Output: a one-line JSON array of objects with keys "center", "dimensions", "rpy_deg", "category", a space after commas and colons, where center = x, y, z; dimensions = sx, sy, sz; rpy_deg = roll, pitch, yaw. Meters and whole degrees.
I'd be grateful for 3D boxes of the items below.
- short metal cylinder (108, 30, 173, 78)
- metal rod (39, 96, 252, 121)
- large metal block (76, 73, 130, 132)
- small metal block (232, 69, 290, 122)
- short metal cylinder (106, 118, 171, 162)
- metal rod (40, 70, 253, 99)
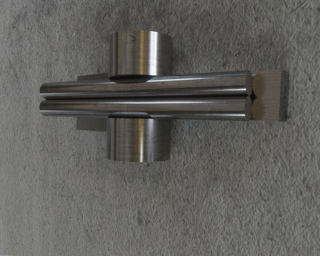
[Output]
[{"center": [-0.024, -0.087, 0.390], "dimensions": [0.080, 0.081, 0.050], "rpy_deg": [2, 92, 40], "category": "short metal cylinder"}, {"center": [-0.041, -0.024, 0.382], "dimensions": [0.300, 0.025, 0.025], "rpy_deg": [2, 92, 32], "category": "metal rod"}, {"center": [-0.076, -0.036, 0.453], "dimensions": [0.080, 0.050, 0.079], "rpy_deg": [3, 92, 40], "category": "large metal block"}, {"center": [0.104, -0.033, 0.321], "dimensions": [0.050, 0.025, 0.050], "rpy_deg": [4, 93, 40], "category": "small metal block"}, {"center": [-0.027, 0.013, 0.393], "dimensions": [0.080, 0.081, 0.050], "rpy_deg": [2, 92, 40], "category": "short metal cylinder"}, {"center": [-0.040, -0.049, 0.381], "dimensions": [0.300, 0.025, 0.025], "rpy_deg": [2, 92, 32], "category": "metal rod"}]
